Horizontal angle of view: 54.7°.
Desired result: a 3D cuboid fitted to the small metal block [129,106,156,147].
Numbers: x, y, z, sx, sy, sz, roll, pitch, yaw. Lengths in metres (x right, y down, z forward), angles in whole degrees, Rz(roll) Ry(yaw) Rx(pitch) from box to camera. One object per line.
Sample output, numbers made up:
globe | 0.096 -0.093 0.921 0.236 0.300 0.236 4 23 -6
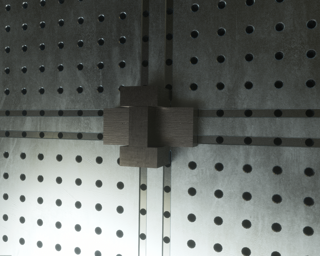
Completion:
small metal block | -0.018 -0.002 0.404 0.025 0.050 0.050 1 90 20

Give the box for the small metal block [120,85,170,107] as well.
small metal block | -0.018 -0.039 0.404 0.050 0.050 0.025 1 91 19

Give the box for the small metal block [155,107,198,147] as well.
small metal block | 0.022 -0.001 0.404 0.050 0.025 0.050 1 90 19

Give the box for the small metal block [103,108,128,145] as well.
small metal block | -0.050 -0.002 0.429 0.050 0.025 0.050 1 90 19

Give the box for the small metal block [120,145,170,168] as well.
small metal block | -0.019 0.036 0.405 0.050 0.050 0.025 1 91 19
